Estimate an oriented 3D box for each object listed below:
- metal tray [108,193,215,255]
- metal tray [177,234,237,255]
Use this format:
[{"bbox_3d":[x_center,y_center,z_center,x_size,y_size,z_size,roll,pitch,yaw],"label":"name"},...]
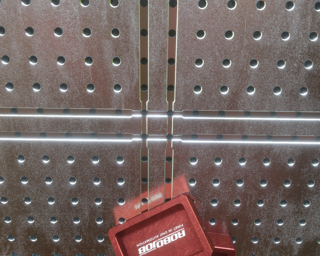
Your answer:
[{"bbox_3d":[0.001,0.162,0.447,0.130,0.030,0.090,-28,76,9],"label":"metal tray"},{"bbox_3d":[0.060,0.229,0.495,0.090,0.030,0.129,9,110,-4],"label":"metal tray"}]
